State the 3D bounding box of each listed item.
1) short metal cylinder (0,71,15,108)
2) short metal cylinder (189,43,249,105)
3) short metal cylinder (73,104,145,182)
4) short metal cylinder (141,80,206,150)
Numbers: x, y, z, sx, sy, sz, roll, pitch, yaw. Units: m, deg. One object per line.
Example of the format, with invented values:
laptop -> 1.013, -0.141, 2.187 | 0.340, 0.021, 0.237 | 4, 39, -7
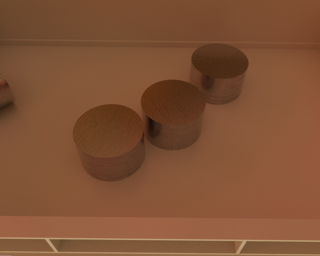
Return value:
short metal cylinder -> -0.242, -0.059, 0.416 | 0.050, 0.080, 0.080 | -35, 59, -26
short metal cylinder -> 0.085, -0.080, 0.458 | 0.081, 0.050, 0.080 | 0, 50, 0
short metal cylinder -> -0.059, 0.017, 0.374 | 0.081, 0.050, 0.080 | 0, 50, 0
short metal cylinder -> 0.016, -0.018, 0.404 | 0.081, 0.050, 0.080 | 0, 50, 0
